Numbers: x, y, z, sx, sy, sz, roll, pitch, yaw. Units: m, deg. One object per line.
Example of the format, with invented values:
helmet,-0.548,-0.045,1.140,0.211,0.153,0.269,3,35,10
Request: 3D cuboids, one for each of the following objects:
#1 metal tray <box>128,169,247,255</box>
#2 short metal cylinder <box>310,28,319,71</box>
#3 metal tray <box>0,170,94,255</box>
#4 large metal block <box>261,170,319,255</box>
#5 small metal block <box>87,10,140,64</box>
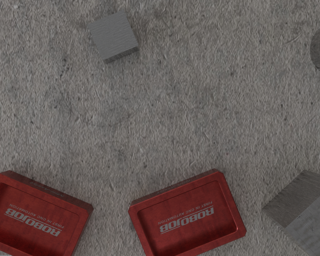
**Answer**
metal tray,0.035,0.119,0.407,0.131,0.030,0.090,-22,90,0
short metal cylinder,0.246,-0.107,0.400,0.081,0.050,0.080,0,90,0
metal tray,-0.166,0.122,0.406,0.131,0.030,0.090,23,90,0
large metal block,0.185,0.102,0.384,0.080,0.080,0.050,-43,90,0
small metal block,-0.060,-0.119,0.409,0.050,0.025,0.050,-23,90,0
